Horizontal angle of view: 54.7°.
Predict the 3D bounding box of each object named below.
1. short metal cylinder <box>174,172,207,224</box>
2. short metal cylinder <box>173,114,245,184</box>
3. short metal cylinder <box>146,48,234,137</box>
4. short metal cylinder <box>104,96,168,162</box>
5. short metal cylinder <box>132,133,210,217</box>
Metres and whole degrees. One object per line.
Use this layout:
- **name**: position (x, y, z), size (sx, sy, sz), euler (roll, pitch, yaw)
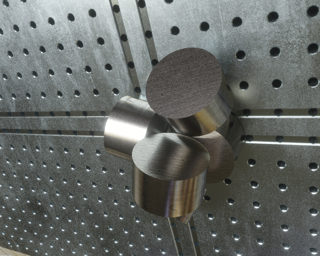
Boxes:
- **short metal cylinder**: position (0.015, 0.084, 0.412), size (0.080, 0.050, 0.080), euler (31, 171, 6)
- **short metal cylinder**: position (0.057, 0.020, 0.376), size (0.080, 0.050, 0.079), euler (13, 123, 21)
- **short metal cylinder**: position (0.032, -0.037, 0.327), size (0.080, 0.080, 0.050), euler (2, 159, 27)
- **short metal cylinder**: position (-0.027, 0.004, 0.392), size (0.050, 0.080, 0.079), euler (17, 125, 18)
- **short metal cylinder**: position (0.010, 0.048, 0.334), size (0.080, 0.080, 0.050), euler (16, 125, 19)
